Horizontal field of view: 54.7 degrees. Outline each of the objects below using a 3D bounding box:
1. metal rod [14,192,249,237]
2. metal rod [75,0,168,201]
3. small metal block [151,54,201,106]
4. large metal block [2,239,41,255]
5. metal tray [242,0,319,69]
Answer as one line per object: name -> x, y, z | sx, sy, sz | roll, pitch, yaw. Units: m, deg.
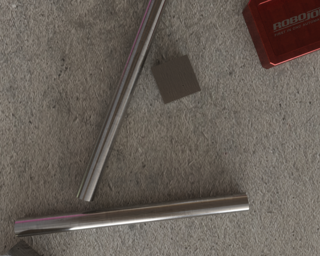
metal rod -> -0.036, 0.114, 0.409 | 0.302, 0.025, 0.025 | -6, 90, -1
metal rod -> -0.047, -0.048, 0.409 | 0.025, 0.025, 0.299 | 20, 90, -1
small metal block -> 0.020, -0.063, 0.410 | 0.050, 0.025, 0.050 | -21, 90, -1
large metal block -> -0.174, 0.196, 0.380 | 0.080, 0.080, 0.050 | 42, 90, -1
metal tray -> 0.187, -0.143, 0.409 | 0.131, 0.030, 0.090 | -20, 90, -1
